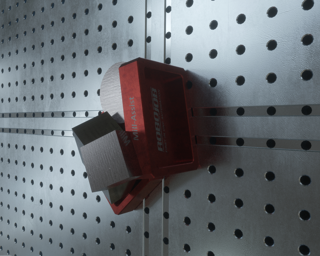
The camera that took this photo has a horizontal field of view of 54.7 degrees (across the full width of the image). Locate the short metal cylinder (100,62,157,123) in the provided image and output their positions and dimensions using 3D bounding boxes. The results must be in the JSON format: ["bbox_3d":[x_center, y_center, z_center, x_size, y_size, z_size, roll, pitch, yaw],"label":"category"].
[{"bbox_3d":[-0.036,-0.046,0.420,0.080,0.050,0.079,0,90,39],"label":"short metal cylinder"}]

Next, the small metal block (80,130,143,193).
[{"bbox_3d":[-0.052,0.035,0.327,0.050,0.025,0.050,-25,74,25],"label":"small metal block"}]

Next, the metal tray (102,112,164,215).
[{"bbox_3d":[-0.061,0.047,0.452,0.090,0.030,0.130,-50,61,28],"label":"metal tray"}]

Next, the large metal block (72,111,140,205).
[{"bbox_3d":[-0.066,0.039,0.405,0.080,0.050,0.080,47,153,29],"label":"large metal block"}]

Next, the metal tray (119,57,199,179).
[{"bbox_3d":[0.001,-0.010,0.364,0.030,0.091,0.129,-12,83,39],"label":"metal tray"}]
